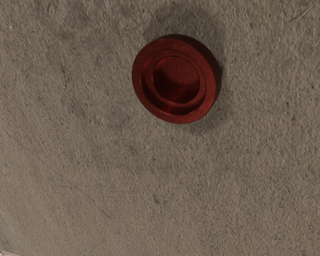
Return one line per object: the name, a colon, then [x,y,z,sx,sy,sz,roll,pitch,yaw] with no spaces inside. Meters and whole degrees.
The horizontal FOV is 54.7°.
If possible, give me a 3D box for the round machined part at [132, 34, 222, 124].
round machined part: [0.021,-0.057,0.348,0.098,0.042,0.097,13,124,20]
